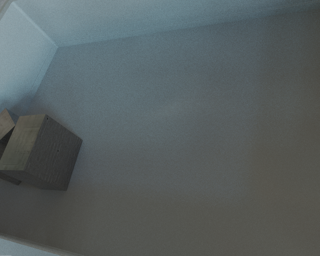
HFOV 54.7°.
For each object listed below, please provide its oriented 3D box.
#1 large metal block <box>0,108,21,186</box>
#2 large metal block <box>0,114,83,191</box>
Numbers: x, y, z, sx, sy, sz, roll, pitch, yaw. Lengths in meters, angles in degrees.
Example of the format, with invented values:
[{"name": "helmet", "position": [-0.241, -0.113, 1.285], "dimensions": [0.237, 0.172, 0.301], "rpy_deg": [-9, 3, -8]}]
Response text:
[{"name": "large metal block", "position": [-0.225, 0.030, 0.470], "dimensions": [0.080, 0.080, 0.050], "rpy_deg": [-45, 51, -3]}, {"name": "large metal block", "position": [-0.164, 0.036, 0.435], "dimensions": [0.050, 0.080, 0.080], "rpy_deg": [-3, 60, 27]}]
